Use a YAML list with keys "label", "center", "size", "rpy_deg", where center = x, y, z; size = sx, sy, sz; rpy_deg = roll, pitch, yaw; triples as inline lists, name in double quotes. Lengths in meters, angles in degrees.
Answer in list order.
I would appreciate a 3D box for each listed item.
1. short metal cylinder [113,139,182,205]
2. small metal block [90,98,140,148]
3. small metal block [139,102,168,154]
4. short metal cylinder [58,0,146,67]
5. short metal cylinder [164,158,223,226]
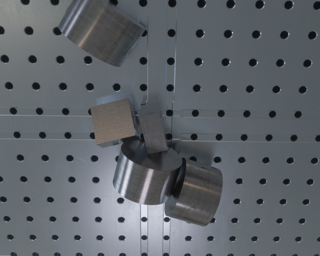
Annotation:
- label: "short metal cylinder"
  center: [-0.017, 0.055, 0.404]
  size: [0.080, 0.080, 0.050]
  rpy_deg: [14, 111, -5]
- label: "small metal block"
  center: [-0.058, -0.006, 0.398]
  size: [0.050, 0.025, 0.050]
  rpy_deg: [-14, 75, 5]
- label: "small metal block"
  center: [-0.008, -0.001, 0.399]
  size: [0.025, 0.050, 0.050]
  rpy_deg: [-12, 110, 4]
- label: "short metal cylinder"
  center: [-0.063, -0.112, 0.342]
  size: [0.080, 0.080, 0.050]
  rpy_deg: [33, 107, -12]
- label: "short metal cylinder"
  center: [0.043, 0.085, 0.416]
  size: [0.050, 0.080, 0.079]
  rpy_deg: [19, 109, -7]
